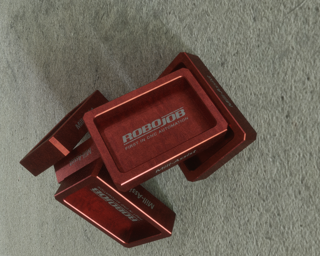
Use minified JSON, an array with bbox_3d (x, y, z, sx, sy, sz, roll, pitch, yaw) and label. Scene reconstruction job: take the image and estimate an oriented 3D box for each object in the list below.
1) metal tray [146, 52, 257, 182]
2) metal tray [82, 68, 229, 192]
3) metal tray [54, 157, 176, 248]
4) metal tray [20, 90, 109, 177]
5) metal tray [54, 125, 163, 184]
[{"bbox_3d":[0.040,-0.014,0.369,0.090,0.030,0.130,-46,63,30],"label":"metal tray"},{"bbox_3d":[-0.005,-0.001,0.336,0.131,0.030,0.090,-27,67,-11],"label":"metal tray"},{"bbox_3d":[-0.055,0.100,0.393,0.090,0.130,0.030,-31,26,36],"label":"metal tray"},{"bbox_3d":[-0.135,0.004,0.453,0.090,0.130,0.030,-30,110,35],"label":"metal tray"},{"bbox_3d":[-0.070,0.036,0.420,0.130,0.091,0.030,-31,71,35],"label":"metal tray"}]
